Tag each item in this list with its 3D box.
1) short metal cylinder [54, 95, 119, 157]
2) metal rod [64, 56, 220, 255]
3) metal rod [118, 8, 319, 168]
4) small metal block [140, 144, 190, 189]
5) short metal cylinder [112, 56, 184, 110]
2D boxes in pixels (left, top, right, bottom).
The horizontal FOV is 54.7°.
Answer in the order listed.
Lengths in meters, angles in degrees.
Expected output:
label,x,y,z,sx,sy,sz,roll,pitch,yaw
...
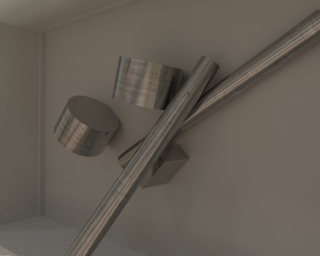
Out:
label,x,y,z,sx,sy,sz,roll,pitch,yaw
short metal cylinder,-0.108,-0.004,0.457,0.080,0.081,0.050,50,119,28
metal rod,-0.028,0.049,0.348,0.025,0.025,0.299,34,89,34
metal rod,0.050,-0.025,0.363,0.299,0.025,0.025,-36,68,33
small metal block,0.001,0.047,0.388,0.050,0.050,0.025,-52,59,27
short metal cylinder,-0.015,-0.055,0.382,0.080,0.081,0.050,20,103,38
